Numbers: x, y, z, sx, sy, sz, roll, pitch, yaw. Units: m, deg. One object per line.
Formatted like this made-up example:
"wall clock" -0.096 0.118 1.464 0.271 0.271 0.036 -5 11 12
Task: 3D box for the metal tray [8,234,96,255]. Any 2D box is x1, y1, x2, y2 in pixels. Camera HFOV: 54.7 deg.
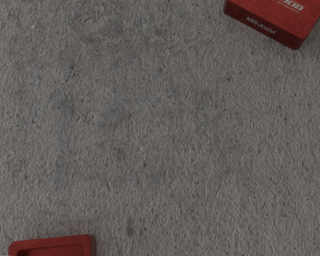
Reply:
"metal tray" -0.116 0.187 0.335 0.091 0.030 0.130 -5 70 -2

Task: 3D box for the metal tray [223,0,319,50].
"metal tray" 0.176 -0.188 0.475 0.130 0.030 0.090 33 73 11
